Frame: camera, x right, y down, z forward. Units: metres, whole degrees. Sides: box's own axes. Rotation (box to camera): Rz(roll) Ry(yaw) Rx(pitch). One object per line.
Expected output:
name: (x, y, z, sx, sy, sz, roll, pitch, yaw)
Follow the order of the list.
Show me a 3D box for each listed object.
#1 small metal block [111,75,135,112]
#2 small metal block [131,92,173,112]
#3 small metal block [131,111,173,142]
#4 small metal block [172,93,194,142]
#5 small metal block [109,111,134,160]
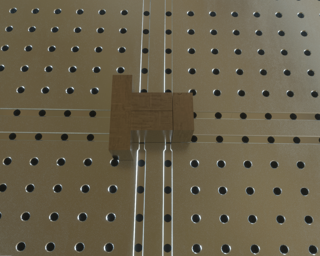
small metal block: (-0.048, -0.036, 0.410, 0.025, 0.050, 0.050, 0, 70, 0)
small metal block: (-0.010, -0.024, 0.406, 0.050, 0.050, 0.025, 0, 70, -1)
small metal block: (-0.010, -0.001, 0.398, 0.050, 0.050, 0.025, 0, 70, -1)
small metal block: (0.028, -0.013, 0.403, 0.025, 0.050, 0.050, 0, 70, 0)
small metal block: (-0.048, 0.011, 0.393, 0.025, 0.050, 0.050, 0, 70, 0)
